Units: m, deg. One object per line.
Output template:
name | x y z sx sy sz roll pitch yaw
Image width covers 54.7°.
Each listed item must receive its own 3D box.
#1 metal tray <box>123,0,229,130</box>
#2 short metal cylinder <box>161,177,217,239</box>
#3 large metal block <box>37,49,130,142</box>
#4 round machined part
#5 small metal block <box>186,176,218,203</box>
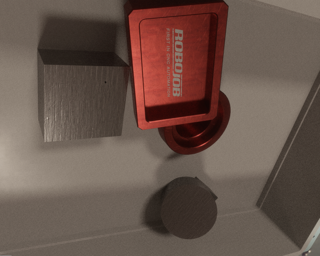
metal tray | 0.015 -0.063 0.315 0.091 0.030 0.129 -9 128 -9
short metal cylinder | 0.041 0.118 0.466 0.081 0.050 0.079 0 94 -1
large metal block | -0.083 -0.035 0.326 0.081 0.050 0.079 -4 121 -27
round machined part | 0.041 -0.016 0.412 0.099 0.042 0.097 -14 125 -21
small metal block | 0.061 0.116 0.516 0.050 0.025 0.050 -44 130 2
